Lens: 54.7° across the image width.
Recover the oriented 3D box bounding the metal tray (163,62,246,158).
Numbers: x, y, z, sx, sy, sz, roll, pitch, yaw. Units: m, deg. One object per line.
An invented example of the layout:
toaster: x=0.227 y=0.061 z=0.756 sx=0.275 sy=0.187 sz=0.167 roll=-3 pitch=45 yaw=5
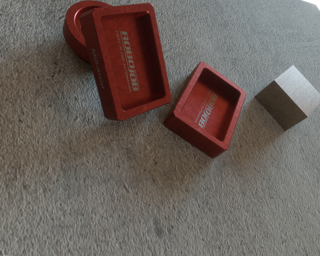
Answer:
metal tray: x=0.071 y=-0.031 z=0.459 sx=0.090 sy=0.030 sz=0.130 roll=34 pitch=51 yaw=-6

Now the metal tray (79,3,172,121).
metal tray: x=-0.038 y=-0.083 z=0.388 sx=0.091 sy=0.030 sz=0.129 roll=-23 pitch=109 yaw=-37

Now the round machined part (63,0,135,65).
round machined part: x=-0.083 y=-0.124 z=0.425 sx=0.099 sy=0.042 sz=0.098 roll=14 pitch=56 yaw=-21

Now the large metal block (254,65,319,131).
large metal block: x=0.228 y=-0.054 z=0.547 sx=0.081 sy=0.050 sz=0.080 roll=-34 pitch=81 yaw=-38
